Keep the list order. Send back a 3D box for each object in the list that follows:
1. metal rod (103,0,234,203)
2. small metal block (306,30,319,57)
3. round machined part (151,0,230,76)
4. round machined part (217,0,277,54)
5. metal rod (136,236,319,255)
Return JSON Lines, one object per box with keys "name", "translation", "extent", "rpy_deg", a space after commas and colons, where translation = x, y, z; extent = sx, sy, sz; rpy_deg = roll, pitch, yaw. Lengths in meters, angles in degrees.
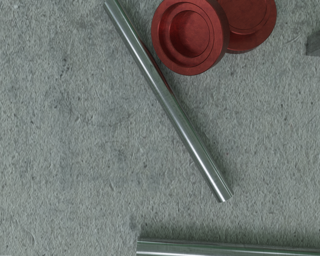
{"name": "metal rod", "translation": [0.011, -0.037, 0.410], "extent": [0.025, 0.025, 0.299], "rpy_deg": [-31, 90, 0]}
{"name": "small metal block", "translation": [0.226, -0.110, 0.399], "extent": [0.050, 0.050, 0.025], "rpy_deg": [4, 90, 0]}
{"name": "round machined part", "translation": [0.041, -0.118, 0.385], "extent": [0.098, 0.042, 0.097], "rpy_deg": [17, 122, 29]}
{"name": "round machined part", "translation": [0.104, -0.149, 0.402], "extent": [0.099, 0.042, 0.097], "rpy_deg": [0, 90, 0]}
{"name": "metal rod", "translation": [0.121, 0.166, 0.411], "extent": [0.302, 0.025, 0.025], "rpy_deg": [4, 90, -1]}
